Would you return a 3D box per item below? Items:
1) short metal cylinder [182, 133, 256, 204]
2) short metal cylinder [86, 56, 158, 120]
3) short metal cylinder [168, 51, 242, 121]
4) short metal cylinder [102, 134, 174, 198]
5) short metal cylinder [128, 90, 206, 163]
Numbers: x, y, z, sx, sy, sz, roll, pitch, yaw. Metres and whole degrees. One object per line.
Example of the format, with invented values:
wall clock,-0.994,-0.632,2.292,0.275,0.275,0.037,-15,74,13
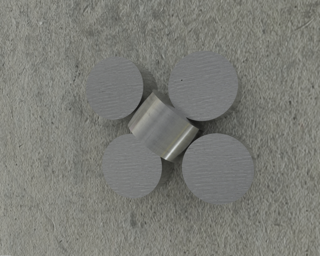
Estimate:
short metal cylinder,0.072,0.046,0.370,0.080,0.050,0.079,0,90,19
short metal cylinder,-0.050,-0.050,0.412,0.080,0.050,0.079,0,90,19
short metal cylinder,0.056,-0.048,0.375,0.080,0.050,0.079,0,90,19
short metal cylinder,-0.027,0.047,0.404,0.080,0.050,0.079,0,90,19
short metal cylinder,0.008,-0.003,0.378,0.080,0.080,0.050,41,103,15
